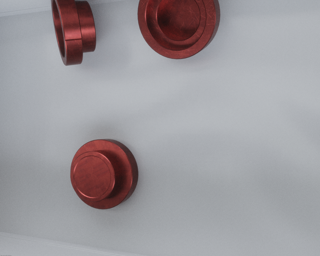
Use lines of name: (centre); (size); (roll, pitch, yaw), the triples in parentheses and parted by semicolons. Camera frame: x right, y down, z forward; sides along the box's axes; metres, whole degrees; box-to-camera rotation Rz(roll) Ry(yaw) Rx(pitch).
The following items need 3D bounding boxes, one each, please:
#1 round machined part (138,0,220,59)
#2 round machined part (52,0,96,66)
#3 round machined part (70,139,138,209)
round machined part: (0.026, -0.137, 0.379); (0.098, 0.042, 0.097); (11, 118, 21)
round machined part: (-0.116, -0.136, 0.422); (0.042, 0.098, 0.097); (-12, 85, -21)
round machined part: (-0.084, 0.064, 0.430); (0.098, 0.042, 0.097); (0, 90, 19)
